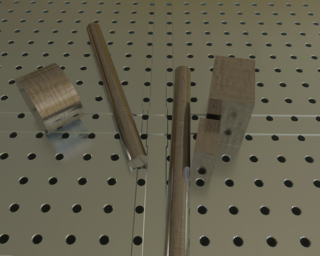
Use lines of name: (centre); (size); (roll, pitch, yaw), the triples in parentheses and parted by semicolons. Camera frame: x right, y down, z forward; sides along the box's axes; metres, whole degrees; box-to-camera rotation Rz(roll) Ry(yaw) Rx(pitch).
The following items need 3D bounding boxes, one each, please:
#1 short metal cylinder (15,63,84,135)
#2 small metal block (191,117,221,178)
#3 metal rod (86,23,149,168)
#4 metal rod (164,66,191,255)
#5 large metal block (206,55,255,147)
short metal cylinder: (-0.143, -0.037, 0.402); (0.050, 0.080, 0.080); (-32, 57, -24)
small metal block: (0.055, 0.024, 0.372); (0.025, 0.050, 0.050); (9, 51, 8)
metal rod: (-0.073, -0.069, 0.464); (0.025, 0.025, 0.300); (-14, 51, -12)
metal rod: (0.025, 0.028, 0.384); (0.025, 0.025, 0.300); (3, 50, 2)
large metal block: (0.088, -0.035, 0.402); (0.050, 0.080, 0.080); (9, 51, 7)
